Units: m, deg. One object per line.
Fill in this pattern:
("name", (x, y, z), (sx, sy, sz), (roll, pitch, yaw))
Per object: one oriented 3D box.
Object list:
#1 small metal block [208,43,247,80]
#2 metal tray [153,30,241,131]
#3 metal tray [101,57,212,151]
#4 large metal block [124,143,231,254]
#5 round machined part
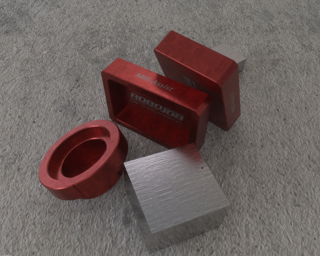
("small metal block", (0.099, -0.104, 0.491), (0.050, 0.025, 0.050), (-30, 56, -23))
("metal tray", (0.050, -0.052, 0.377), (0.090, 0.130, 0.030), (34, 80, 25))
("metal tray", (-0.006, -0.023, 0.379), (0.130, 0.089, 0.030), (25, 55, 20))
("large metal block", (0.013, 0.071, 0.324), (0.081, 0.050, 0.080), (-15, 52, -18))
("round machined part", (-0.079, 0.039, 0.343), (0.098, 0.042, 0.098), (-18, 38, 15))
